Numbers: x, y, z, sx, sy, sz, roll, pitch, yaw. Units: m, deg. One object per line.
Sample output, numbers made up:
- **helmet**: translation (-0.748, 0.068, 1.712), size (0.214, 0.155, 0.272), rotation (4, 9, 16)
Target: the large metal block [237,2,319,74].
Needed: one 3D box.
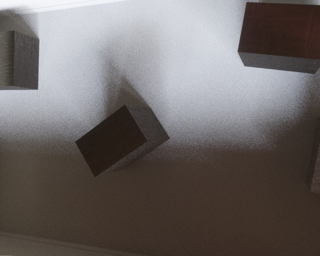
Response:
- **large metal block**: translation (0.133, -0.094, 0.334), size (0.080, 0.080, 0.050), rotation (11, 94, 19)

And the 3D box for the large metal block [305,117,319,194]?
- **large metal block**: translation (0.206, 0.033, 0.324), size (0.080, 0.050, 0.079), rotation (11, 94, 19)

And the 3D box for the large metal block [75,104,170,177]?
- **large metal block**: translation (-0.045, 0.016, 0.397), size (0.080, 0.080, 0.050), rotation (-35, 79, 17)

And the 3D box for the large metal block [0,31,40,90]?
- **large metal block**: translation (-0.239, -0.102, 0.482), size (0.080, 0.050, 0.080), rotation (2, 91, 20)
